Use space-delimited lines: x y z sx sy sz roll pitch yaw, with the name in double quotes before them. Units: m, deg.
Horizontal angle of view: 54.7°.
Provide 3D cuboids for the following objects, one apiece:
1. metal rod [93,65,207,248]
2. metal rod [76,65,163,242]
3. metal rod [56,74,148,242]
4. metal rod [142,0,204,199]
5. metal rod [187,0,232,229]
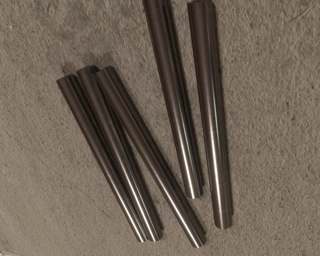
"metal rod" -0.007 0.051 0.440 0.025 0.025 0.299 -17 110 34
"metal rod" -0.053 0.052 0.464 0.025 0.025 0.298 -6 116 30
"metal rod" -0.080 0.059 0.483 0.025 0.025 0.299 -9 114 32
"metal rod" 0.017 -0.039 0.372 0.025 0.025 0.298 1 119 27
"metal rod" 0.065 0.005 0.374 0.025 0.025 0.298 3 120 26
